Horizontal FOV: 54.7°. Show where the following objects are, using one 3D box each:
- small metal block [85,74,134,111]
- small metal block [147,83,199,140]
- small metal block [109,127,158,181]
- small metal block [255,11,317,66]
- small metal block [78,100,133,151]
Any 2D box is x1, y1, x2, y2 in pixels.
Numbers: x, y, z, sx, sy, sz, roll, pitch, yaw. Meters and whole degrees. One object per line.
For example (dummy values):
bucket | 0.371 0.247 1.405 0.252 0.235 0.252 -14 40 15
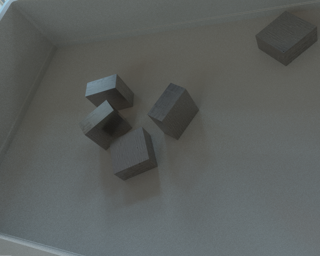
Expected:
small metal block | -0.073 -0.049 0.459 0.050 0.050 0.025 -13 57 21
small metal block | 0.018 -0.020 0.393 0.025 0.050 0.050 28 77 37
small metal block | -0.035 0.034 0.404 0.050 0.025 0.050 -24 53 13
small metal block | 0.159 -0.114 0.392 0.050 0.025 0.050 -39 51 1
small metal block | -0.075 -0.003 0.431 0.050 0.050 0.025 -40 51 1
